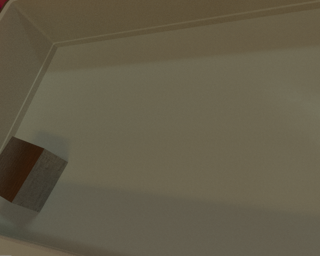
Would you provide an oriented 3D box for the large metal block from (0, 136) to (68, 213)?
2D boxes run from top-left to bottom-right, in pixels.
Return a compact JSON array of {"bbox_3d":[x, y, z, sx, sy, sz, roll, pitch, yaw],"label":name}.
[{"bbox_3d":[-0.197,0.066,0.453,0.080,0.050,0.080,14,69,33],"label":"large metal block"}]
